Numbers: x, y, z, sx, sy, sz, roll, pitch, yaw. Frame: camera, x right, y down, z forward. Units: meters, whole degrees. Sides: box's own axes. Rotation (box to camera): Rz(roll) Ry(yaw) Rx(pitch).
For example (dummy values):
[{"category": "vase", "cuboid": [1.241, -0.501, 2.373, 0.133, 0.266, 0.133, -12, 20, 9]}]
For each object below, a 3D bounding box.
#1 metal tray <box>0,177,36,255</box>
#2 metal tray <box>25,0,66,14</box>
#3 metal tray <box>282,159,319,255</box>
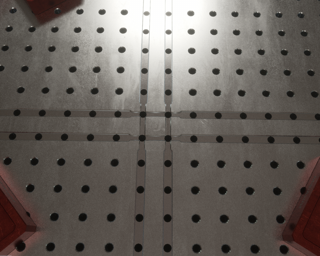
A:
[{"category": "metal tray", "cuboid": [-0.225, 0.101, 0.369, 0.090, 0.030, 0.130, -40, 75, -14]}, {"category": "metal tray", "cuboid": [-0.196, -0.255, 0.499, 0.090, 0.030, 0.130, -34, 74, -12]}, {"category": "metal tray", "cuboid": [0.220, 0.102, 0.374, 0.090, 0.030, 0.130, 32, 73, 10]}]
